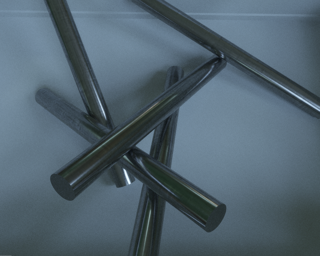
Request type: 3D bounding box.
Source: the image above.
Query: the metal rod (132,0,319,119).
[{"bbox_3d":[0.095,-0.103,0.422,0.301,0.025,0.025,32,73,1],"label":"metal rod"}]

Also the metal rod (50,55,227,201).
[{"bbox_3d":[0.006,-0.026,0.340,0.025,0.025,0.302,36,43,12],"label":"metal rod"}]

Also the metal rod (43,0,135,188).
[{"bbox_3d":[-0.095,-0.070,0.376,0.025,0.025,0.299,-21,94,-7],"label":"metal rod"}]

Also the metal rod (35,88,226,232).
[{"bbox_3d":[-0.058,0.013,0.331,0.300,0.025,0.025,29,70,40],"label":"metal rod"}]

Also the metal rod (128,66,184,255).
[{"bbox_3d":[0.002,0.027,0.334,0.025,0.025,0.300,8,45,3],"label":"metal rod"}]
